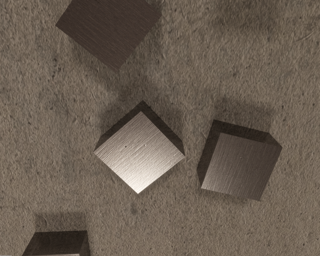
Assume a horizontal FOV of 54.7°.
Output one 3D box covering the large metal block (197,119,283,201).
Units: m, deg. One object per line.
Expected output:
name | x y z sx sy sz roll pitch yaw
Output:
large metal block | 0.102 0.042 0.414 0.081 0.050 0.079 14 110 -6

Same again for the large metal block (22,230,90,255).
large metal block | -0.152 0.206 0.470 0.081 0.050 0.079 -2 110 0

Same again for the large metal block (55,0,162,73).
large metal block | -0.055 -0.123 0.351 0.080 0.050 0.080 38 105 -13

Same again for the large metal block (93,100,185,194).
large metal block | -0.025 0.024 0.405 0.080 0.050 0.080 -40 106 13
